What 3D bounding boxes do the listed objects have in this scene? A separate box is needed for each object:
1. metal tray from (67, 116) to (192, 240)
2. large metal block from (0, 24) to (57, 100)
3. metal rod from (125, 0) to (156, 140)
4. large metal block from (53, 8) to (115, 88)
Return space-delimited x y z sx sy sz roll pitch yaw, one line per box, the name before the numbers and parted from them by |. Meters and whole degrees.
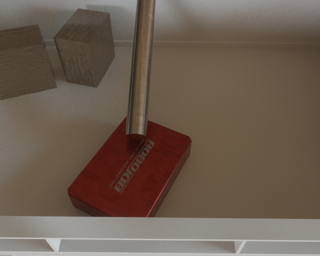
metal tray | -0.030 0.049 0.360 0.090 0.030 0.130 22 53 17
large metal block | -0.203 -0.094 0.446 0.081 0.080 0.050 -15 52 -13
metal rod | -0.021 -0.131 0.407 0.025 0.025 0.299 2 71 1
large metal block | -0.110 -0.121 0.470 0.050 0.080 0.080 11 51 9
